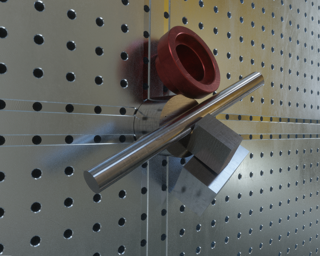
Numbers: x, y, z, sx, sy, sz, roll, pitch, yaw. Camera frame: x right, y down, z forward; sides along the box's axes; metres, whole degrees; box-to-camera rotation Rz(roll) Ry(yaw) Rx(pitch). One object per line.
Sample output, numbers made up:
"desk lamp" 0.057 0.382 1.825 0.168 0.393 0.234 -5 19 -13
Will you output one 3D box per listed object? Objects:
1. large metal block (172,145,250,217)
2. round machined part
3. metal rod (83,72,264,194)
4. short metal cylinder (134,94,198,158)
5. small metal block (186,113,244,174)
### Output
"large metal block" 0.067 0.062 0.421 0.080 0.050 0.080 -43 161 -32
"round machined part" 0.033 -0.082 0.412 0.099 0.042 0.098 25 52 -35
"metal rod" 0.041 -0.011 0.380 0.302 0.025 0.025 -31 109 -36
"short metal cylinder" 0.014 -0.003 0.406 0.081 0.050 0.079 0 90 -40
"small metal block" 0.064 0.019 0.369 0.025 0.050 0.050 -37 155 -34
